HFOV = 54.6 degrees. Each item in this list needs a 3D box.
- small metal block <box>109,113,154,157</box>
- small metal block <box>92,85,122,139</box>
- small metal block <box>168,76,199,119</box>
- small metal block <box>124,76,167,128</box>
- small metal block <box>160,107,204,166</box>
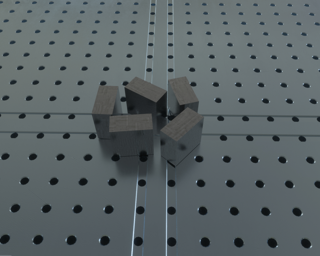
[{"bbox_3d":[-0.034,0.010,0.383,0.050,0.050,0.025,-4,50,-3],"label":"small metal block"},{"bbox_3d":[-0.068,-0.020,0.408,0.025,0.050,0.050,3,51,3],"label":"small metal block"},{"bbox_3d":[0.030,-0.033,0.419,0.025,0.050,0.050,-12,50,-10],"label":"small metal block"},{"bbox_3d":[-0.018,-0.035,0.421,0.050,0.050,0.025,27,56,20],"label":"small metal block"},{"bbox_3d":[0.027,0.011,0.382,0.025,0.050,0.050,34,58,26],"label":"small metal block"}]
